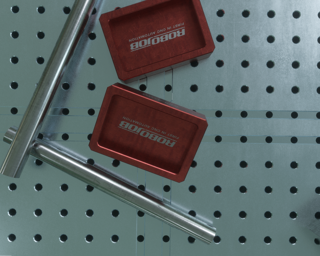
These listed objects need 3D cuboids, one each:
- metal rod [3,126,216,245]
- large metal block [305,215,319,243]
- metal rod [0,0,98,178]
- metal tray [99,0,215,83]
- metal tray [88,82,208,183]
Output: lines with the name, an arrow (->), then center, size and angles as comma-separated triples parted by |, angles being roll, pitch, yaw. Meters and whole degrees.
metal rod -> -0.065, 0.076, 0.412 | 0.301, 0.025, 0.025 | 27, 90, -1
large metal block -> 0.258, 0.143, 0.404 | 0.080, 0.050, 0.080 | -40, 91, 0
metal rod -> -0.131, -0.081, 0.396 | 0.025, 0.025, 0.299 | 22, 84, -1
metal tray -> -0.004, -0.121, 0.410 | 0.131, 0.030, 0.090 | -18, 90, -1
metal tray -> -0.015, 0.006, 0.399 | 0.131, 0.030, 0.089 | 21, 105, -1
